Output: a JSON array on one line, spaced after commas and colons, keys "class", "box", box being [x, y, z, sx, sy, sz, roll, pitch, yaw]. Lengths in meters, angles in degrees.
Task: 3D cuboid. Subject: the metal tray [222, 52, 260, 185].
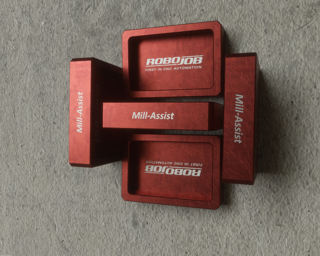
[{"class": "metal tray", "box": [0.092, -0.009, 0.343, 0.030, 0.090, 0.129, 1, 90, 20]}]

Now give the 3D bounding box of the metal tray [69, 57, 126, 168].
[{"class": "metal tray", "box": [-0.078, -0.019, 0.403, 0.030, 0.090, 0.129, 1, 91, 20]}]

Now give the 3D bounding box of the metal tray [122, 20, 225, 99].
[{"class": "metal tray", "box": [0.016, -0.084, 0.402, 0.130, 0.030, 0.089, 0, 93, 19]}]

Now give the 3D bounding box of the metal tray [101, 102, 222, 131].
[{"class": "metal tray", "box": [0.007, -0.014, 0.374, 0.130, 0.090, 0.030, 1, 92, 20]}]

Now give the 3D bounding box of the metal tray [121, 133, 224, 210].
[{"class": "metal tray", "box": [0.016, 0.053, 0.403, 0.130, 0.030, 0.089, 1, 89, 19]}]
